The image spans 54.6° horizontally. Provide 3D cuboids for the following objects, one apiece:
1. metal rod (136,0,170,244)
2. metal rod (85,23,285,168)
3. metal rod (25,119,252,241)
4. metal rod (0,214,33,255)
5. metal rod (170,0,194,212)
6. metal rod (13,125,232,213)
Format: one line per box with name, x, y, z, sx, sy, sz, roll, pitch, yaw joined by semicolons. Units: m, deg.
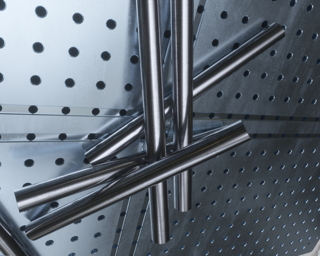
metal rod;-0.006;0.007;0.369;0.025;0.025;0.298;-11;110;-23
metal rod;0.036;-0.044;0.402;0.301;0.025;0.025;-35;129;-5
metal rod;-0.038;0.068;0.367;0.300;0.025;0.025;-27;131;15
metal rod;-0.197;0.129;0.382;0.025;0.025;0.299;-24;127;-14
metal rod;0.027;-0.030;0.374;0.025;0.025;0.298;-11;114;-22
metal rod;-0.024;0.043;0.400;0.302;0.025;0.025;-15;125;-28
